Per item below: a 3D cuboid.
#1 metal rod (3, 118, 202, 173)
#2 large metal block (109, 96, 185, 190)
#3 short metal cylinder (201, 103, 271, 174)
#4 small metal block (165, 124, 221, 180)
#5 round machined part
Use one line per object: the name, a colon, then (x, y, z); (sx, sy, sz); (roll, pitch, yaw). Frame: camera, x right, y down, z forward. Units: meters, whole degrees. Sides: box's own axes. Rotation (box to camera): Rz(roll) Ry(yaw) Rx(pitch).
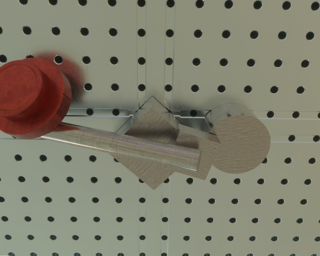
metal rod: (-0.102, 0.008, 0.369); (0.301, 0.025, 0.025); (11, 111, 13)
large metal block: (-0.009, 0.019, 0.405); (0.080, 0.050, 0.080); (42, 104, -14)
short metal cylinder: (0.096, 0.013, 0.406); (0.081, 0.050, 0.079); (0, 110, -1)
small metal block: (0.038, 0.029, 0.369); (0.050, 0.025, 0.050); (17, 109, -7)
round machined part: (-0.158, -0.039, 0.359); (0.098, 0.042, 0.098); (-3, 71, 10)
